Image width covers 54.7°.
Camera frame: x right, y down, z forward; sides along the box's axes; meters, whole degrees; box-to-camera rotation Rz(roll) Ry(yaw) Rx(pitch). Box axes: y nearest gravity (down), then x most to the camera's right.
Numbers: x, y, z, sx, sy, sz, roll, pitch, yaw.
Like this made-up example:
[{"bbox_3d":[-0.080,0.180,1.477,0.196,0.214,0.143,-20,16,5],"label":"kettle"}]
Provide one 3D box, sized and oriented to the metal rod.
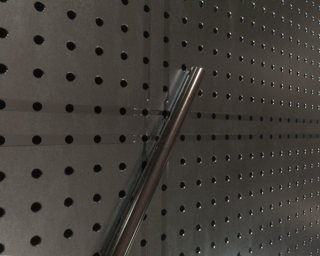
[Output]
[{"bbox_3d":[-0.003,0.045,0.408,0.025,0.025,0.300,39,66,-34],"label":"metal rod"}]
